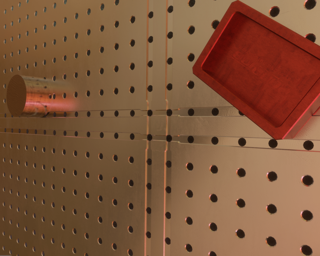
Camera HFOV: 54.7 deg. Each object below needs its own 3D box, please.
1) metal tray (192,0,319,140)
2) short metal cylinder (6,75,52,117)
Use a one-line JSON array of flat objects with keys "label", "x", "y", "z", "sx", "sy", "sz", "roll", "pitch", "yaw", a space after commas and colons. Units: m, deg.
[{"label": "metal tray", "x": 0.105, "y": -0.061, "z": 0.319, "sx": 0.130, "sy": 0.030, "sz": 0.089, "roll": 46, "pitch": 117, "yaw": 30}, {"label": "short metal cylinder", "x": -0.256, "y": -0.061, "z": 0.605, "sx": 0.080, "sy": 0.050, "sz": 0.080, "roll": 0, "pitch": 90, "yaw": 40}]
